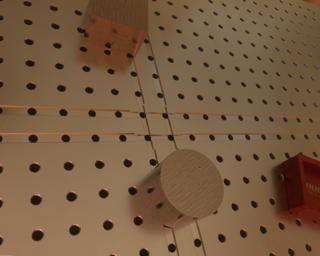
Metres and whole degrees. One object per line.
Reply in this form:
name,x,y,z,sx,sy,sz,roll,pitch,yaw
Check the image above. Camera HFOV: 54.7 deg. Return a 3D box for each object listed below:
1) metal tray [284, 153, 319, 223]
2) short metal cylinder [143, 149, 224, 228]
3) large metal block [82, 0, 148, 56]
metal tray,0.258,0.102,0.481,0.131,0.030,0.090,20,54,-17
short metal cylinder,0.027,0.071,0.363,0.081,0.050,0.080,14,56,-21
large metal block,-0.064,-0.162,0.457,0.081,0.050,0.080,12,57,-22
